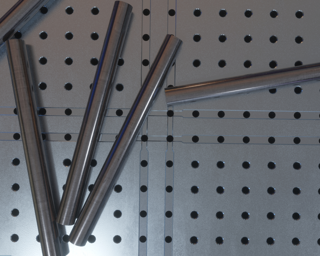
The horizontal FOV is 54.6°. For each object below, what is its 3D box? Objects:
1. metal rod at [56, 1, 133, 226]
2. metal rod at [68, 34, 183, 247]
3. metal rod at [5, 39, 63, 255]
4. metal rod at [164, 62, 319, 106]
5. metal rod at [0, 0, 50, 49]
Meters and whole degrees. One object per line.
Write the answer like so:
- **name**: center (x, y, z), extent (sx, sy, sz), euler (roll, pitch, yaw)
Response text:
- **metal rod**: center (-0.087, -0.019, 0.412), extent (0.025, 0.025, 0.299), euler (15, 90, 0)
- **metal rod**: center (-0.046, 0.016, 0.413), extent (0.025, 0.025, 0.299), euler (26, 90, 0)
- **metal rod**: center (-0.167, 0.033, 0.412), extent (0.025, 0.025, 0.299), euler (-10, 90, 0)
- **metal rod**: center (0.156, -0.066, 0.414), extent (0.302, 0.025, 0.025), euler (-10, 90, 0)
- **metal rod**: center (-0.250, -0.088, 0.411), extent (0.300, 0.025, 0.025), euler (-45, 90, 0)
